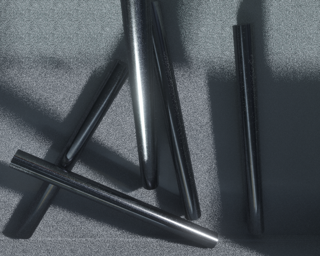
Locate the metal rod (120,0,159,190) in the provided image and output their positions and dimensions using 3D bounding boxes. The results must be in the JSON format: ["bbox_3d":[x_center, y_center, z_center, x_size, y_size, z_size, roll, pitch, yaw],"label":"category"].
[{"bbox_3d":[-0.017,-0.027,0.336,0.025,0.025,0.298,-2,135,0],"label":"metal rod"}]

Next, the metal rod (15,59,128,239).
[{"bbox_3d":[-0.125,0.040,0.424,0.025,0.025,0.299,31,107,-11],"label":"metal rod"}]

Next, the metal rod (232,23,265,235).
[{"bbox_3d":[0.122,0.015,0.417,0.025,0.025,0.298,-9,110,3],"label":"metal rod"}]

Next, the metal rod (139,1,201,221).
[{"bbox_3d":[0.018,-0.007,0.408,0.025,0.025,0.298,-11,110,4],"label":"metal rod"}]

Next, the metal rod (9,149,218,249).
[{"bbox_3d":[-0.053,0.103,0.426,0.301,0.025,0.025,26,108,-13],"label":"metal rod"}]
